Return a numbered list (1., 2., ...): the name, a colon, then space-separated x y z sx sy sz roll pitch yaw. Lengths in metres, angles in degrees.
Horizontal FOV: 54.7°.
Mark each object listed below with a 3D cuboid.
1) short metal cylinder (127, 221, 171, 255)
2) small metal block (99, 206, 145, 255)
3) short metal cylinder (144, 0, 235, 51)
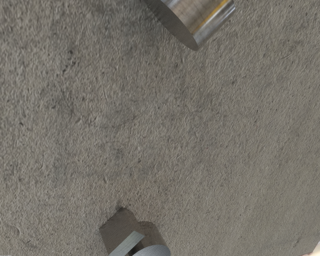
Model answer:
1. short metal cylinder: -0.030 0.197 0.497 0.081 0.050 0.079 -14 124 -21
2. small metal block: -0.057 0.153 0.455 0.050 0.050 0.025 -45 129 3
3. short metal cylinder: 0.028 -0.124 0.310 0.050 0.080 0.080 -45 129 3
